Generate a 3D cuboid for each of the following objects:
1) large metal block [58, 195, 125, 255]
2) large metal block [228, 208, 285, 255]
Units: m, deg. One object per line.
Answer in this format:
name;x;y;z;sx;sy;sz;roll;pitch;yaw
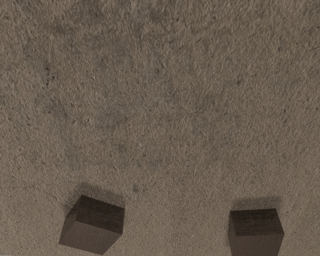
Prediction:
large metal block;-0.117;0.169;0.533;0.080;0.050;0.080;24;126;-20
large metal block;0.169;0.191;0.557;0.080;0.050;0.080;-4;130;3
